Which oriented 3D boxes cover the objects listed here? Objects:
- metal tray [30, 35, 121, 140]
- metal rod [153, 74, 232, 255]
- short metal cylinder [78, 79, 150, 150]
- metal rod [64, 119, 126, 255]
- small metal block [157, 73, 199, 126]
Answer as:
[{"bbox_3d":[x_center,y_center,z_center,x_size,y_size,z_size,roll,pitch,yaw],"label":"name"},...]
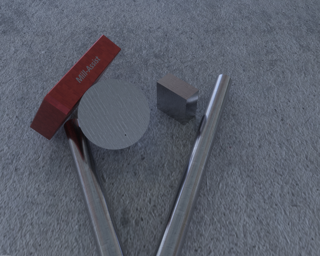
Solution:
[{"bbox_3d":[-0.108,-0.054,0.403,0.030,0.090,0.130,38,52,-13],"label":"metal tray"},{"bbox_3d":[0.046,0.038,0.371,0.025,0.025,0.301,15,51,12],"label":"metal rod"},{"bbox_3d":[-0.055,-0.016,0.373,0.081,0.050,0.079,0,92,-10],"label":"short metal cylinder"},{"bbox_3d":[-0.057,0.103,0.315,0.025,0.025,0.300,-17,52,-14],"label":"metal rod"},{"bbox_3d":[0.023,-0.039,0.420,0.050,0.050,0.025,34,58,25],"label":"small metal block"}]
